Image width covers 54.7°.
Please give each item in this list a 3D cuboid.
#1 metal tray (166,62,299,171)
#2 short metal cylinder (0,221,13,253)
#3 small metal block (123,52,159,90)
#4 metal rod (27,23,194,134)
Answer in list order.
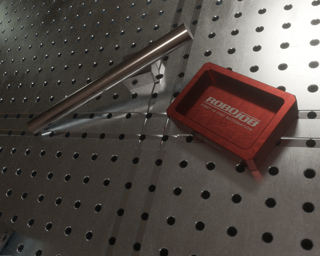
[{"bbox_3d":[0.082,-0.020,0.372,0.130,0.030,0.090,33,80,37],"label":"metal tray"},{"bbox_3d":[-0.248,0.145,0.411,0.080,0.080,0.050,17,71,34],"label":"short metal cylinder"},{"bbox_3d":[-0.030,-0.092,0.479,0.050,0.025,0.050,-14,56,20],"label":"small metal block"},{"bbox_3d":[-0.087,-0.065,0.464,0.300,0.025,0.025,-27,52,21],"label":"metal rod"}]
